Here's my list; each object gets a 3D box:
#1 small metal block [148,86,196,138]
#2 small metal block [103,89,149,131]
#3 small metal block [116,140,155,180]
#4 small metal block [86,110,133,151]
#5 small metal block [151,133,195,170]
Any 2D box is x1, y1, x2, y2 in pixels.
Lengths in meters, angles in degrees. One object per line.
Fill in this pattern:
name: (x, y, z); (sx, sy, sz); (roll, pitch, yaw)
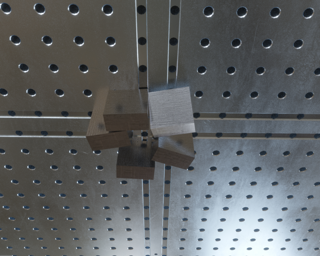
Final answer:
small metal block: (0.014, -0.019, 0.375); (0.050, 0.050, 0.025); (-8, 153, 6)
small metal block: (-0.039, -0.023, 0.376); (0.050, 0.050, 0.025); (-2, 130, 2)
small metal block: (-0.033, 0.044, 0.432); (0.050, 0.050, 0.025); (4, 130, -3)
small metal block: (-0.062, 0.000, 0.394); (0.050, 0.050, 0.025); (-8, 130, 7)
small metal block: (0.017, 0.023, 0.415); (0.050, 0.050, 0.025); (17, 128, -14)
